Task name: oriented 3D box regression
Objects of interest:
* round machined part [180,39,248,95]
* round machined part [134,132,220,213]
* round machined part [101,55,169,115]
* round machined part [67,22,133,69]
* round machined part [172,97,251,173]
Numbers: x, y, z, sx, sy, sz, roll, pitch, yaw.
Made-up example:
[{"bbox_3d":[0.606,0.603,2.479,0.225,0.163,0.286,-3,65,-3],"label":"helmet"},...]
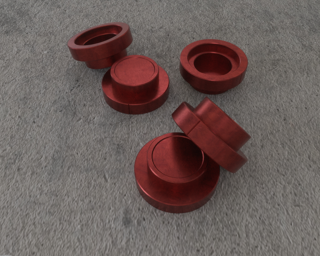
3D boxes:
[{"bbox_3d":[0.079,-0.088,0.466,0.099,0.042,0.098,0,50,0],"label":"round machined part"},{"bbox_3d":[0.020,0.043,0.356,0.099,0.042,0.098,0,50,0],"label":"round machined part"},{"bbox_3d":[-0.036,-0.069,0.450,0.099,0.042,0.098,0,50,0],"label":"round machined part"},{"bbox_3d":[-0.090,-0.127,0.486,0.098,0.042,0.098,-10,36,8],"label":"round machined part"},{"bbox_3d":[0.063,0.002,0.352,0.042,0.098,0.098,-48,57,11],"label":"round machined part"}]
